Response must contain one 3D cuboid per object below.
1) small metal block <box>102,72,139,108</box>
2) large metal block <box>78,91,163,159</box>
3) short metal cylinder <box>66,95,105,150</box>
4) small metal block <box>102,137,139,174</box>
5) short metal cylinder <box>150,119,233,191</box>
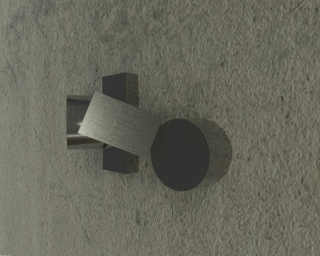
[{"bbox_3d":[-0.058,-0.051,0.451,0.050,0.025,0.050,-1,89,39],"label":"small metal block"},{"bbox_3d":[-0.047,-0.002,0.383,0.080,0.080,0.050,21,87,-5],"label":"large metal block"},{"bbox_3d":[-0.109,-0.008,0.454,0.080,0.050,0.079,180,89,-75],"label":"short metal cylinder"},{"bbox_3d":[-0.057,0.037,0.450,0.050,0.025,0.050,4,92,39],"label":"small metal block"},{"bbox_3d":[0.036,0.029,0.359,0.080,0.050,0.079,0,90,39],"label":"short metal cylinder"}]
